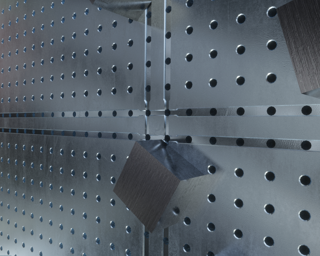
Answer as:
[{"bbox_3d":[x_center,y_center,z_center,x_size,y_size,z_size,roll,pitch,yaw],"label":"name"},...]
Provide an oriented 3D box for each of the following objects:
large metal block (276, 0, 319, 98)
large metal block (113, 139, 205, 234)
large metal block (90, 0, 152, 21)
[{"bbox_3d":[0.157,-0.078,0.263,0.080,0.050,0.080,-19,78,38],"label":"large metal block"},{"bbox_3d":[-0.004,0.070,0.394,0.080,0.050,0.079,39,113,33],"label":"large metal block"},{"bbox_3d":[-0.063,-0.202,0.424,0.050,0.081,0.080,-46,63,30],"label":"large metal block"}]
